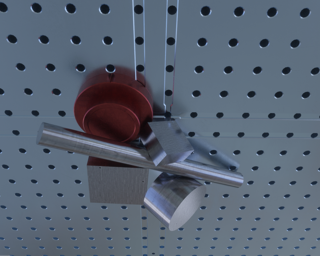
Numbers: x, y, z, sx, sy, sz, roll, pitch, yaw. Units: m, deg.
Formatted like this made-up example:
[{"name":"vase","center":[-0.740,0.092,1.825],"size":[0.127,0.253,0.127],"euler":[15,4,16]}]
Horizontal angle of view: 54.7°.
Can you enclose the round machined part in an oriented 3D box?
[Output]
[{"name":"round machined part","center":[-0.058,-0.015,0.387],"size":[0.099,0.042,0.097],"euler":[-1,130,0]}]

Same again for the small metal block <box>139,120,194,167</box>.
[{"name":"small metal block","center":[0.008,0.018,0.398],"size":[0.050,0.050,0.025],"euler":[-5,145,-44]}]

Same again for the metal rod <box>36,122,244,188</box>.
[{"name":"metal rod","center":[-0.003,0.043,0.406],"size":[0.302,0.025,0.025],"euler":[17,129,-31]}]

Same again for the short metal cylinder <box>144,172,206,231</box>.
[{"name":"short metal cylinder","center":[0.023,0.102,0.454],"size":[0.080,0.050,0.080],"euler":[-36,145,-29]}]

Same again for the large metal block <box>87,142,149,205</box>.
[{"name":"large metal block","center":[-0.058,0.065,0.446],"size":[0.081,0.050,0.079],"euler":[4,130,-4]}]
